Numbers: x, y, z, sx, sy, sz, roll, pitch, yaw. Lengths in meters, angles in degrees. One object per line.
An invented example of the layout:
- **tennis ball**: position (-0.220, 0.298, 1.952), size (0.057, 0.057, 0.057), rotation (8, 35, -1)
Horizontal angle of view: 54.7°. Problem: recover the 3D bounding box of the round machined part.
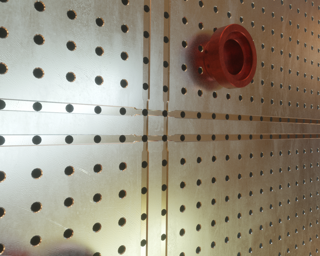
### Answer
- **round machined part**: position (0.108, -0.111, 0.491), size (0.099, 0.042, 0.097), rotation (0, 90, -40)
